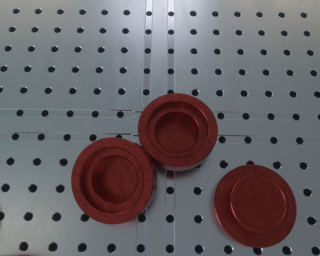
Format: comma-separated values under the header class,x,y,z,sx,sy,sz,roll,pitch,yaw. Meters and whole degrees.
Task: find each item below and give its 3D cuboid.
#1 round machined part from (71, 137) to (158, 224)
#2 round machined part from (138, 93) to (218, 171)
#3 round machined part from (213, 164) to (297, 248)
class,x,y,z,sx,sy,sz,roll,pitch,yaw
round machined part,-0.051,0.061,0.370,0.098,0.042,0.098,-1,85,11
round machined part,0.022,0.008,0.399,0.099,0.042,0.098,1,68,-1
round machined part,0.114,0.091,0.370,0.099,0.042,0.098,0,70,0
